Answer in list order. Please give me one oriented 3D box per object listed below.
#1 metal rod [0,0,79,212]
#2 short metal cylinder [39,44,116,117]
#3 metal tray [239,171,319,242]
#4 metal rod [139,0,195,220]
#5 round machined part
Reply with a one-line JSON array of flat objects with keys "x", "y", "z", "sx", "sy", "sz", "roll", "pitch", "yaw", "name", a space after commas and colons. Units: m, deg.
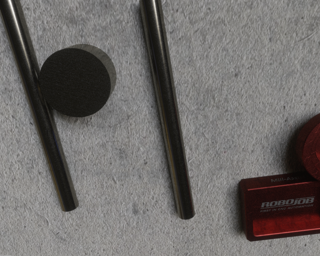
[{"x": -0.154, "y": -0.024, "z": 0.399, "sx": 0.025, "sy": 0.025, "sz": 0.298, "roll": -8, "pitch": 110, "yaw": 3, "name": "metal rod"}, {"x": -0.096, "y": -0.058, "z": 0.374, "sx": 0.081, "sy": 0.050, "sz": 0.079, "roll": 0, "pitch": 110, "yaw": 0, "name": "short metal cylinder"}, {"x": 0.186, "y": 0.113, "z": 0.450, "sx": 0.131, "sy": 0.030, "sz": 0.089, "roll": -8, "pitch": 110, "yaw": 2, "name": "metal tray"}, {"x": 0.014, "y": -0.010, "z": 0.406, "sx": 0.025, "sy": 0.025, "sz": 0.298, "roll": -9, "pitch": 110, "yaw": 3, "name": "metal rod"}, {"x": 0.228, "y": 0.021, "z": 0.409, "sx": 0.099, "sy": 0.042, "sz": 0.097, "roll": 0, "pitch": 107, "yaw": 0, "name": "round machined part"}]
